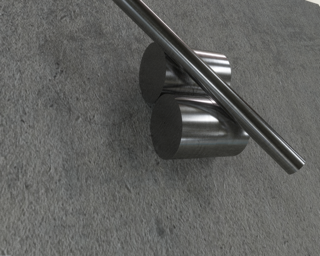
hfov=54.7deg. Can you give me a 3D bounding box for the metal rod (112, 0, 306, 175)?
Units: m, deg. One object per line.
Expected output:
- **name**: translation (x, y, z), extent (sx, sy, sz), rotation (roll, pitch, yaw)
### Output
- **metal rod**: translation (0.054, -0.061, 0.368), extent (0.300, 0.025, 0.025), rotation (45, 51, 3)

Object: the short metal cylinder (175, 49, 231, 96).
- **short metal cylinder**: translation (0.056, -0.072, 0.444), extent (0.050, 0.080, 0.080), rotation (1, 62, -28)

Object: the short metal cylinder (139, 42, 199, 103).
- **short metal cylinder**: translation (0.011, -0.072, 0.420), extent (0.050, 0.080, 0.080), rotation (1, 62, -28)

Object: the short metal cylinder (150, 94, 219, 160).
- **short metal cylinder**: translation (0.028, -0.001, 0.386), extent (0.050, 0.080, 0.080), rotation (1, 62, -28)

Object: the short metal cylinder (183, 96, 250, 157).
- **short metal cylinder**: translation (0.073, -0.001, 0.410), extent (0.050, 0.080, 0.080), rotation (1, 62, -28)
